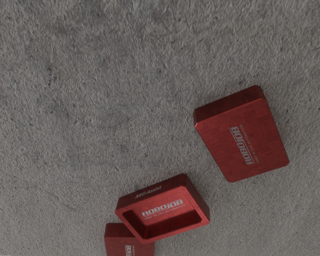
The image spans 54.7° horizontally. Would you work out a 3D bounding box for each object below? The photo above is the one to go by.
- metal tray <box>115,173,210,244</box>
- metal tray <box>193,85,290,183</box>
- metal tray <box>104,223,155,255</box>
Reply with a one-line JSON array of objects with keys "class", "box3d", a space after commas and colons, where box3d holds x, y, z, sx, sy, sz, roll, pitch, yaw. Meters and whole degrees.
[{"class": "metal tray", "box3d": [0.004, 0.136, 0.507, 0.130, 0.030, 0.090, -25, 115, 19]}, {"class": "metal tray", "box3d": [0.111, 0.014, 0.417, 0.090, 0.030, 0.130, -22, 127, 17]}, {"class": "metal tray", "box3d": [-0.056, 0.234, 0.603, 0.091, 0.030, 0.129, 1, 130, -1]}]
